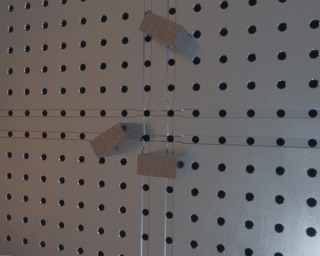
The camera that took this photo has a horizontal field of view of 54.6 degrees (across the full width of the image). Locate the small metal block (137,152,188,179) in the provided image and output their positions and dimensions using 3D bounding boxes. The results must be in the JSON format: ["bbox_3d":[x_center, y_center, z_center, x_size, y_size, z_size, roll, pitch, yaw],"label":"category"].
[{"bbox_3d":[0.004,0.046,0.398,0.050,0.050,0.025,3,91,20],"label":"small metal block"}]

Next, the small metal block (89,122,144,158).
[{"bbox_3d":[-0.058,0.016,0.420,0.050,0.050,0.025,-31,80,17],"label":"small metal block"}]

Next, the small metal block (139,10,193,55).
[{"bbox_3d":[0.009,-0.121,0.397,0.050,0.050,0.025,30,100,17],"label":"small metal block"}]
